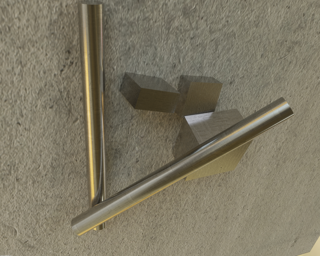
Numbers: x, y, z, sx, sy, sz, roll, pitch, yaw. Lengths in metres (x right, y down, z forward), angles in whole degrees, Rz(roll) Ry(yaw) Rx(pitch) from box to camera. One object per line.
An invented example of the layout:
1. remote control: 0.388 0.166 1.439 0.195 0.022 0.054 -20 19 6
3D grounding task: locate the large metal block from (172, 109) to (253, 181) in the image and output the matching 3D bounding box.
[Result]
1. large metal block: 0.070 0.023 0.428 0.081 0.050 0.079 -9 142 -20

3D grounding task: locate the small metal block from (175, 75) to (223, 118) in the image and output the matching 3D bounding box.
1. small metal block: 0.049 -0.041 0.410 0.050 0.025 0.050 -1 119 -28

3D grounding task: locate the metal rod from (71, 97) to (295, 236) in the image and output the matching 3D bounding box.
1. metal rod: 0.015 0.053 0.372 0.300 0.025 0.025 -32 131 14

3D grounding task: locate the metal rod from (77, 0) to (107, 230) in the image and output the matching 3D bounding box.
1. metal rod: -0.077 0.008 0.370 0.025 0.025 0.298 -10 123 -24

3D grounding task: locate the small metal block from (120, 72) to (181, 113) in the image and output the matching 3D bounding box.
1. small metal block: -0.012 -0.041 0.360 0.050 0.050 0.025 4 116 -31
